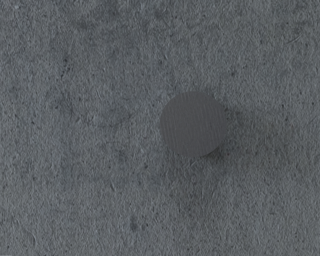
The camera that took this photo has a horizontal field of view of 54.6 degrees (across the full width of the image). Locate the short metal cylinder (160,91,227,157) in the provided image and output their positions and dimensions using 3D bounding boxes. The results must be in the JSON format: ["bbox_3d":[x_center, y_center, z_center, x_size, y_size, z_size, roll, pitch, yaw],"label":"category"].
[{"bbox_3d":[0.040,-0.005,0.398,0.080,0.050,0.080,0,90,0],"label":"short metal cylinder"}]
